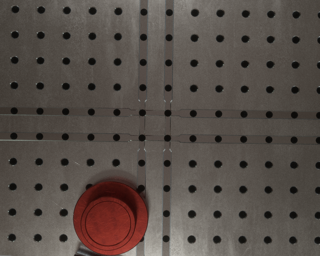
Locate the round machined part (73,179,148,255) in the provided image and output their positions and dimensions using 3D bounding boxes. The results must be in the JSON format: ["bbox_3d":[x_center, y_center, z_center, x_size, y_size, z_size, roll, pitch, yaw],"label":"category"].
[{"bbox_3d":[-0.065,0.118,0.404,0.099,0.042,0.097,0,90,-1],"label":"round machined part"}]

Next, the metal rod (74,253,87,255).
[{"bbox_3d":[0.027,0.225,0.413,0.302,0.025,0.025,18,90,-1],"label":"metal rod"}]
